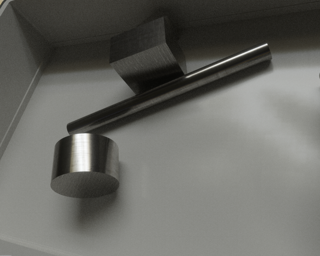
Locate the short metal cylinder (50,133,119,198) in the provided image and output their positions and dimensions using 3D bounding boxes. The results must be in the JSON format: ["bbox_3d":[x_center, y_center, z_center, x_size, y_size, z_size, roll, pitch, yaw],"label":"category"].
[{"bbox_3d":[-0.092,0.049,0.387,0.080,0.080,0.050,-18,55,17],"label":"short metal cylinder"}]

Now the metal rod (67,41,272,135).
[{"bbox_3d":[0.002,-0.047,0.432,0.301,0.025,0.025,-21,54,15],"label":"metal rod"}]

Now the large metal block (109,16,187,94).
[{"bbox_3d":[-0.014,-0.096,0.436,0.080,0.080,0.050,-16,56,19],"label":"large metal block"}]

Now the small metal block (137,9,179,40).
[{"bbox_3d":[-0.005,-0.145,0.480,0.050,0.050,0.025,-38,51,2],"label":"small metal block"}]
